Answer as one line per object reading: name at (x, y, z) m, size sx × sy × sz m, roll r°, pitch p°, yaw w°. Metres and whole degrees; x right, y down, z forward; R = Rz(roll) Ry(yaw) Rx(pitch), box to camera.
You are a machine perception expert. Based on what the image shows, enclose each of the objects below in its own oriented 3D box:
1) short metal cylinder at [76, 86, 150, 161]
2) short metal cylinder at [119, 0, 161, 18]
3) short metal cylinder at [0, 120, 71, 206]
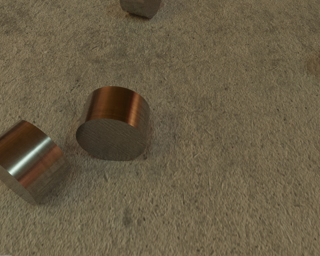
short metal cylinder at (-0.054, -0.004, 0.370) m, size 0.080 × 0.080 × 0.050 m, roll 3°, pitch 50°, yaw 2°
short metal cylinder at (-0.034, -0.252, 0.579) m, size 0.050 × 0.080 × 0.080 m, roll 20°, pitch 53°, yaw 16°
short metal cylinder at (-0.144, 0.038, 0.335) m, size 0.080 × 0.080 × 0.050 m, roll 27°, pitch 55°, yaw 21°
